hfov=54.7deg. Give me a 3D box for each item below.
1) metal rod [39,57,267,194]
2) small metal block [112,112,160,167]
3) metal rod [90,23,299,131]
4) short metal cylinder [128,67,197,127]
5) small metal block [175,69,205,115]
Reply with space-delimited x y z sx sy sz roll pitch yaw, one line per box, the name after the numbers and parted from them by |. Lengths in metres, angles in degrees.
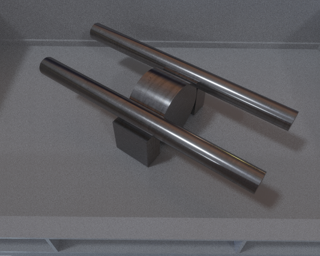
-0.026 -0.015 0.352 0.300 0.025 0.025 29 56 22 | metal rod
-0.028 0.013 0.376 0.050 0.050 0.025 30 56 22 | small metal block
0.028 -0.075 0.402 0.300 0.025 0.025 29 56 22 | metal rod
0.004 -0.030 0.393 0.050 0.080 0.080 30 56 22 | short metal cylinder
0.035 -0.053 0.431 0.050 0.050 0.025 30 56 22 | small metal block
